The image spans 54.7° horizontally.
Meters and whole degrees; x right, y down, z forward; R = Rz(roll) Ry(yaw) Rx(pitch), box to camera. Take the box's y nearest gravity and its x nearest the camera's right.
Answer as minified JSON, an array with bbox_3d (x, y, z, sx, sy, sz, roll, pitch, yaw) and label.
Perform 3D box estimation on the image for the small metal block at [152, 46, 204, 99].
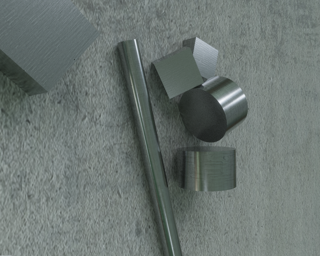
[{"bbox_3d":[0.023,-0.074,0.411,0.050,0.025,0.050,-26,110,-1],"label":"small metal block"}]

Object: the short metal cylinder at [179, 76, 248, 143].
[{"bbox_3d":[0.074,-0.026,0.433,0.050,0.080,0.080,-31,110,-36],"label":"short metal cylinder"}]

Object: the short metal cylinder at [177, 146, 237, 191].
[{"bbox_3d":[0.064,0.053,0.425,0.081,0.080,0.050,-2,92,-40],"label":"short metal cylinder"}]

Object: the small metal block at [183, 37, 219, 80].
[{"bbox_3d":[0.057,-0.098,0.454,0.050,0.025,0.050,17,79,-39],"label":"small metal block"}]

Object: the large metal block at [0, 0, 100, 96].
[{"bbox_3d":[-0.119,-0.088,0.289,0.080,0.050,0.080,47,62,-30],"label":"large metal block"}]

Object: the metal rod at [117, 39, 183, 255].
[{"bbox_3d":[-0.009,0.040,0.398,0.025,0.025,0.298,-20,103,-39],"label":"metal rod"}]
